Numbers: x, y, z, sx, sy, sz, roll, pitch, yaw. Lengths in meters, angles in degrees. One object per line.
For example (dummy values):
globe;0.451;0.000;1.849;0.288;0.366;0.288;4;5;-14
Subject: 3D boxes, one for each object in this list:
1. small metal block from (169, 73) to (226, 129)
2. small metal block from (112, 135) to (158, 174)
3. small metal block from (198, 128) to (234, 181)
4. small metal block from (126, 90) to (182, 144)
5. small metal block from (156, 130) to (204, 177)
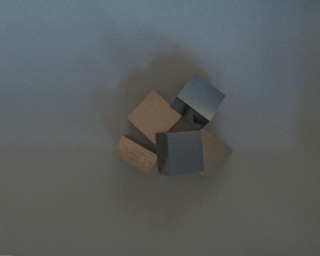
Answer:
small metal block;0.049;-0.035;0.399;0.050;0.025;0.050;37;57;-1
small metal block;-0.029;0.032;0.396;0.050;0.050;0.025;29;90;-1
small metal block;0.060;0.034;0.410;0.050;0.025;0.050;35;90;-1
small metal block;-0.008;-0.014;0.409;0.050;0.025;0.050;44;90;-1
small metal block;0.024;0.029;0.374;0.050;0.025;0.050;-4;90;-33
